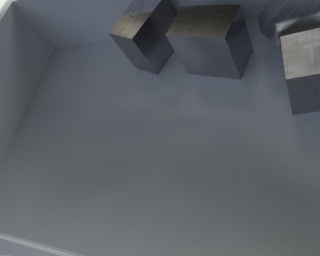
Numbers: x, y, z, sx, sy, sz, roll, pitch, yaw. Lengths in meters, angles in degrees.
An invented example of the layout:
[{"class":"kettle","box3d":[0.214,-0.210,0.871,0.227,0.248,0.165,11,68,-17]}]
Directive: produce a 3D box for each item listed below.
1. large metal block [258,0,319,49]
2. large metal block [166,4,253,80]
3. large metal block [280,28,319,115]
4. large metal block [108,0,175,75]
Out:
[{"class":"large metal block","box3d":[0.159,-0.134,0.347,0.080,0.050,0.080,-49,10,33]},{"class":"large metal block","box3d":[0.067,-0.111,0.403,0.080,0.080,0.050,14,69,34]},{"class":"large metal block","box3d":[0.171,-0.058,0.313,0.080,0.080,0.050,-8,64,24]},{"class":"large metal block","box3d":[-0.017,-0.140,0.466,0.050,0.080,0.080,25,75,37]}]
